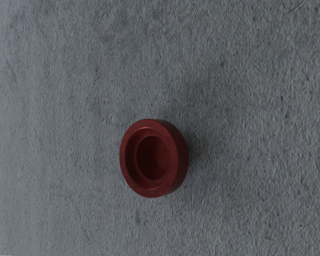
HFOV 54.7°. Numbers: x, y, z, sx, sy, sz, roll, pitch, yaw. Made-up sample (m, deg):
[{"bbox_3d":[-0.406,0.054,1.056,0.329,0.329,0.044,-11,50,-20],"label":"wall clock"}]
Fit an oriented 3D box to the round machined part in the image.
[{"bbox_3d":[-0.003,0.037,0.396,0.098,0.042,0.097,0,90,39],"label":"round machined part"}]
